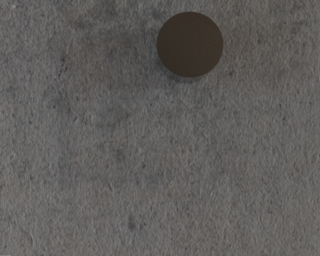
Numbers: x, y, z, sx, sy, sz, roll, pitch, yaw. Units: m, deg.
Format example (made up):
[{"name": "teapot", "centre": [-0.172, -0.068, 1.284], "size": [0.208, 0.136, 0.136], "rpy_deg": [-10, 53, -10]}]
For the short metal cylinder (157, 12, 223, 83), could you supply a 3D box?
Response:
[{"name": "short metal cylinder", "centre": [0.036, -0.101, 0.398], "size": [0.081, 0.050, 0.079], "rpy_deg": [0, 90, -1]}]
